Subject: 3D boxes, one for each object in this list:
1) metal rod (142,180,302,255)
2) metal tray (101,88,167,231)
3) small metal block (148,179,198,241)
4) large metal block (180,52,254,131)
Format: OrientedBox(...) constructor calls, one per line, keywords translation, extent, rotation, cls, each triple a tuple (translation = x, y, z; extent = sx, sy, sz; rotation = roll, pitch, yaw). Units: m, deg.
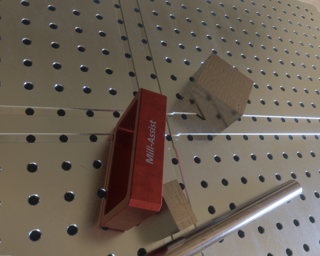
OrientedBox(translation=(0.079, 0.119, 0.379), extent=(0.303, 0.025, 0.025), rotation=(-14, 69, -34), cls="metal rod")
OrientedBox(translation=(-0.028, 0.034, 0.332), extent=(0.030, 0.090, 0.130), rotation=(17, 55, -19), cls="metal tray")
OrientedBox(translation=(0.008, 0.091, 0.343), extent=(0.025, 0.050, 0.050), rotation=(-16, 70, -35), cls="small metal block")
OrientedBox(translation=(0.089, -0.056, 0.476), extent=(0.080, 0.050, 0.080), rotation=(34, 51, -7), cls="large metal block")
